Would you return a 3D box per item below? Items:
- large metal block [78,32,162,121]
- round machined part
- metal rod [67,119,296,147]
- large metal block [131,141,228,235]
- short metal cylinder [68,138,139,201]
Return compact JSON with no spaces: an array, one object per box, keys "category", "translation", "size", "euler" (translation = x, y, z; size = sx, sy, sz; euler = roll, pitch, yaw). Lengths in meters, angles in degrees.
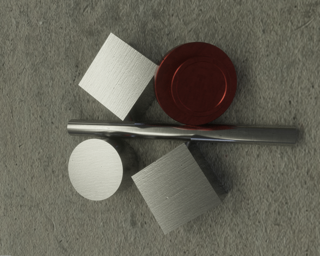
[{"category":"large metal block","translation":[-0.045,-0.065,0.409],"size":[0.080,0.050,0.080],"euler":[38,102,15]},{"category":"round machined part","translation":[0.043,-0.050,0.360],"size":[0.099,0.042,0.097],"euler":[-2,105,-8]},{"category":"metal rod","translation":[0.013,0.004,0.406],"size":[0.301,0.025,0.025],"euler":[2,91,19]},{"category":"large metal block","translation":[0.025,0.072,0.387],"size":[0.080,0.050,0.080],"euler":[-35,79,16]},{"category":"short metal cylinder","translation":[-0.076,0.054,0.422],"size":[0.080,0.050,0.079],"euler":[0,90,19]}]
